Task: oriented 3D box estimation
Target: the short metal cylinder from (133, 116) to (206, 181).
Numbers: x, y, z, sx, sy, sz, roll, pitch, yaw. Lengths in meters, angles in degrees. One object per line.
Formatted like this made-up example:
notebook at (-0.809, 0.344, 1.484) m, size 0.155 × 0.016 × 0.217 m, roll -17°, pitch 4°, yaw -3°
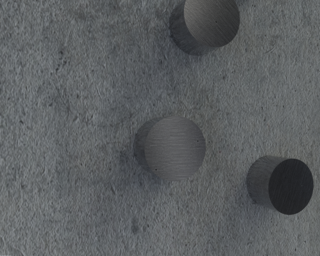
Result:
short metal cylinder at (0.011, 0.025, 0.400) m, size 0.081 × 0.050 × 0.080 m, roll 0°, pitch 90°, yaw -20°

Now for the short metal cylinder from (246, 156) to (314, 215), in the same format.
short metal cylinder at (0.178, 0.083, 0.461) m, size 0.081 × 0.050 × 0.080 m, roll 0°, pitch 90°, yaw -20°

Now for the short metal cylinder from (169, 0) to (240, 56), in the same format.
short metal cylinder at (0.059, -0.143, 0.417) m, size 0.081 × 0.050 × 0.080 m, roll 0°, pitch 90°, yaw -20°
